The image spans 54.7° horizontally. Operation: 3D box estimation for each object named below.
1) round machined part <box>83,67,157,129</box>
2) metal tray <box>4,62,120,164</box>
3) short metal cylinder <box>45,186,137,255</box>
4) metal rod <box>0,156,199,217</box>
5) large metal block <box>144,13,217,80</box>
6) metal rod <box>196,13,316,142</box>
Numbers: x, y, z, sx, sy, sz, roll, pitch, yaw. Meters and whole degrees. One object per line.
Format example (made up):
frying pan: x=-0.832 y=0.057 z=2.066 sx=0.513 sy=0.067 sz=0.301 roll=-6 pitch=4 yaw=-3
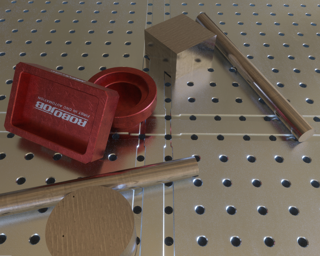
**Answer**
round machined part: x=-0.053 y=-0.037 z=0.427 sx=0.099 sy=0.042 sz=0.098 roll=0 pitch=50 yaw=0
metal tray: x=-0.123 y=-0.020 z=0.382 sx=0.130 sy=0.089 sz=0.030 roll=20 pitch=11 yaw=15
short metal cylinder: x=-0.064 y=0.104 z=0.303 sx=0.081 sy=0.050 sz=0.080 roll=0 pitch=50 yaw=0
metal rod: x=-0.105 y=0.072 z=0.345 sx=0.302 sy=0.025 sz=0.025 roll=-10 pitch=51 yaw=-9
large metal block: x=0.032 y=-0.135 z=0.505 sx=0.081 sy=0.050 sz=0.080 roll=-31 pitch=57 yaw=-24
metal rod: x=0.134 y=-0.097 z=0.490 sx=0.025 sy=0.025 sz=0.300 roll=-17 pitch=52 yaw=-14
